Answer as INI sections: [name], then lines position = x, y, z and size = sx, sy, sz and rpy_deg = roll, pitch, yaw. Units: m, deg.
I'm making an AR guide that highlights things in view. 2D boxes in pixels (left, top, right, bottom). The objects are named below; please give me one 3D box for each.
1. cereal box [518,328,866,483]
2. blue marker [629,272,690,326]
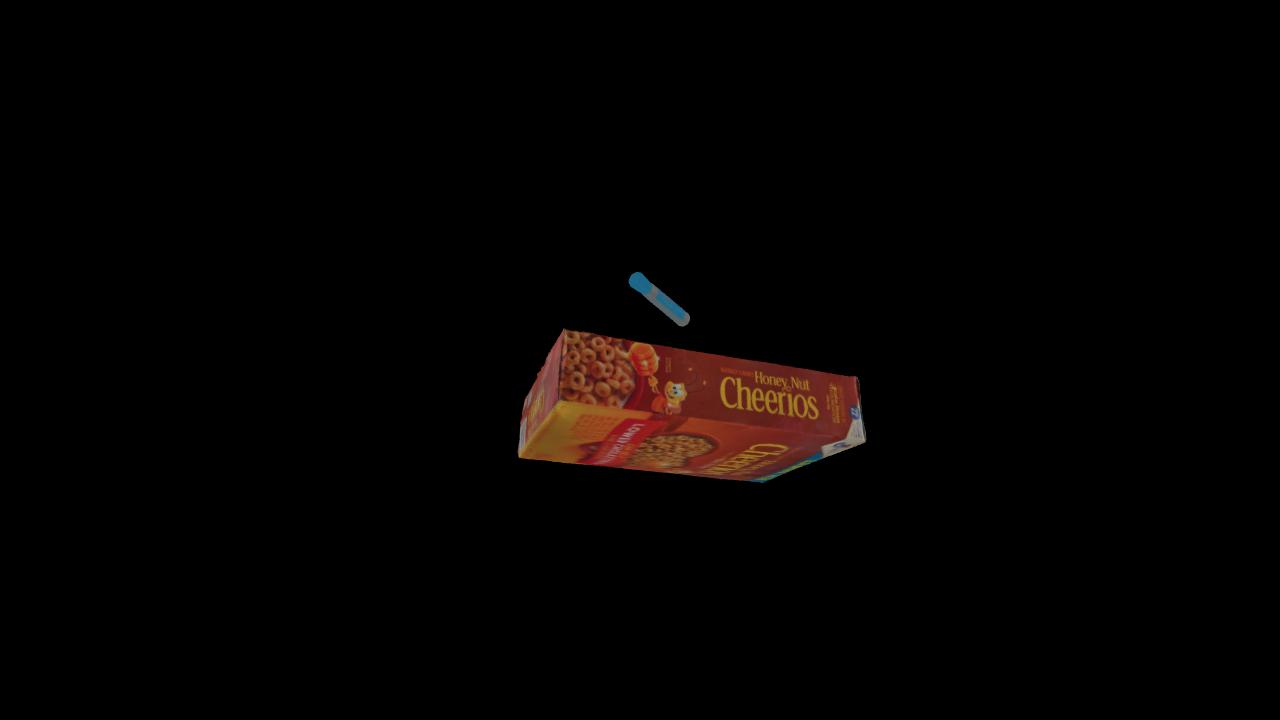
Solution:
[cereal box]
position = 0.043, 0.062, 0.636
size = 0.306, 0.081, 0.203
rpy_deg = 10, -24, -18
[blue marker]
position = 0.023, -0.069, 0.708
size = 0.020, 0.020, 0.121
rpy_deg = 0, -19, 32
